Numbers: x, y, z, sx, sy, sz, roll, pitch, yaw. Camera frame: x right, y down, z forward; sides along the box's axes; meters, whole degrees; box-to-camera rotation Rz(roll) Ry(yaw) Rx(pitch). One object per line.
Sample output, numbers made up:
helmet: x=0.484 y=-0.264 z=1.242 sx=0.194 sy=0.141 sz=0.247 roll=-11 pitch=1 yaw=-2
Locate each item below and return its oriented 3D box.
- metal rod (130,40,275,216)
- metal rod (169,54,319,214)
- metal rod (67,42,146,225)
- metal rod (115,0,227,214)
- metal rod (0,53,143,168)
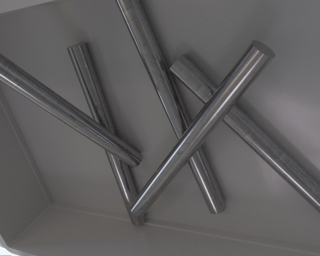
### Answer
metal rod: x=0.030 y=0.025 z=0.374 sx=0.025 sy=0.025 sz=0.298 roll=36 pitch=129 yaw=4
metal rod: x=0.128 y=0.028 z=0.358 sx=0.300 sy=0.025 sz=0.025 roll=43 pitch=129 yaw=-2
metal rod: x=-0.072 y=0.024 z=0.461 sx=0.025 sy=0.025 sz=0.298 roll=-1 pitch=118 yaw=29
metal rod: x=0.022 y=-0.016 z=0.387 sx=0.025 sy=0.025 sz=0.299 roll=-12 pitch=113 yaw=33
metal rod: x=-0.132 y=-0.031 z=0.376 sx=0.025 sy=0.025 sz=0.301 roll=-22 pitch=133 yaw=36
